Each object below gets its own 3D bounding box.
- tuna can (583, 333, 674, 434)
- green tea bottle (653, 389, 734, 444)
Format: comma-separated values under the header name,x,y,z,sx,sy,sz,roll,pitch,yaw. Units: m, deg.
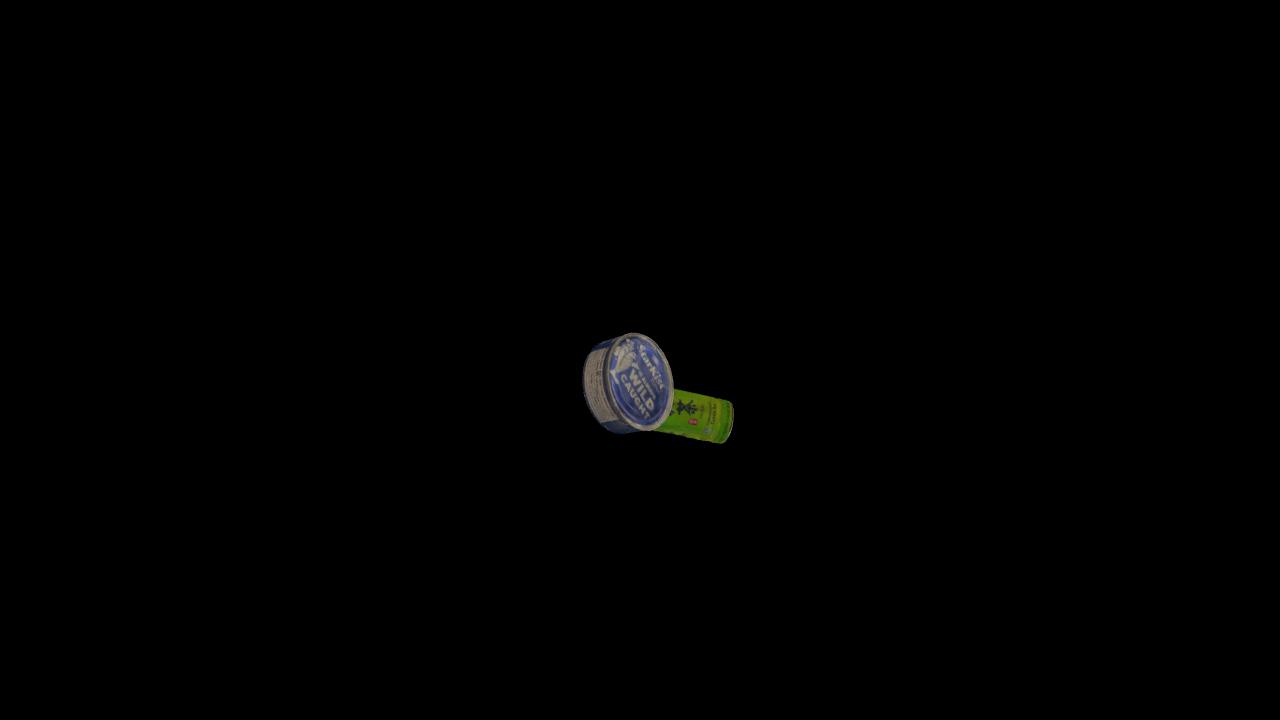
name,x,y,z,sx,sy,sz,roll,pitch,yaw
tuna can,-0.009,0.021,0.527,0.034,0.084,0.084,-14,-9,40
green tea bottle,0.035,0.076,0.947,0.212,0.073,0.073,12,-1,-7
